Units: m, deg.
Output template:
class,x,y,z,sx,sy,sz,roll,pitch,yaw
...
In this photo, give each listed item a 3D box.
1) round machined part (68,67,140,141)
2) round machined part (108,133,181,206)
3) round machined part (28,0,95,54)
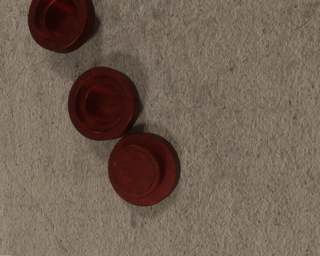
class,x,y,z,sx,sy,sz,roll,pitch,yaw
round machined part,-0.072,-0.032,0.424,0.098,0.042,0.097,0,90,19
round machined part,-0.026,0.055,0.408,0.098,0.042,0.097,0,90,19
round machined part,-0.136,-0.156,0.446,0.098,0.042,0.097,0,90,19
